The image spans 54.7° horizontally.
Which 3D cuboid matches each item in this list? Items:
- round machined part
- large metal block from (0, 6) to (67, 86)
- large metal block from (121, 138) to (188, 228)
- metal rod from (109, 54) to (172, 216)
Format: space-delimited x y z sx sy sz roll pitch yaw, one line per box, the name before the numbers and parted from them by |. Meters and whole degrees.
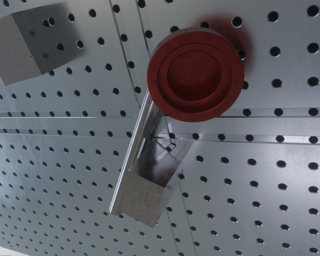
round machined part | 0.036 -0.058 0.330 0.099 0.042 0.097 0 120 1
large metal block | -0.190 -0.111 0.427 0.080 0.050 0.080 -7 115 31
large metal block | -0.007 0.073 0.425 0.050 0.080 0.079 23 127 14
metal rod | -0.034 0.031 0.448 0.025 0.025 0.298 29 128 10
